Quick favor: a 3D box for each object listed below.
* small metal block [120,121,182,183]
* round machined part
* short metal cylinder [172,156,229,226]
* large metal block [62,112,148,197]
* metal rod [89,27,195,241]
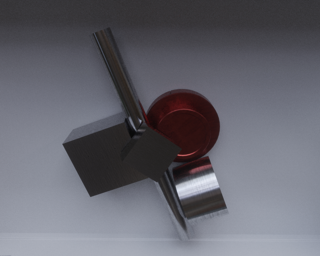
[{"bbox_3d":[-0.011,0.028,0.368,0.050,0.025,0.050,34,95,-19],"label":"small metal block"},{"bbox_3d":[0.029,0.002,0.401,0.099,0.042,0.097,0,110,-1],"label":"round machined part"},{"bbox_3d":[0.054,0.083,0.412,0.050,0.080,0.080,-20,109,7],"label":"short metal cylinder"},{"bbox_3d":[-0.066,0.032,0.405,0.080,0.050,0.080,-19,109,6],"label":"large metal block"},{"bbox_3d":[-0.015,0.022,0.395,0.025,0.025,0.299,-20,109,7],"label":"metal rod"}]
